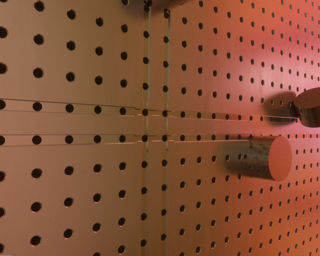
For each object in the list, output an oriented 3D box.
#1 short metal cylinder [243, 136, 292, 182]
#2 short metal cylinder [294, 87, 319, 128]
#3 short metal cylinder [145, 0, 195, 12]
[{"bbox_3d":[0.195,0.054,0.560,0.081,0.050,0.079,0,90,-40],"label":"short metal cylinder"},{"bbox_3d":[0.333,-0.044,0.657,0.080,0.080,0.050,-45,118,-31],"label":"short metal cylinder"},{"bbox_3d":[0.015,-0.201,0.407,0.081,0.050,0.079,0,90,-40],"label":"short metal cylinder"}]
